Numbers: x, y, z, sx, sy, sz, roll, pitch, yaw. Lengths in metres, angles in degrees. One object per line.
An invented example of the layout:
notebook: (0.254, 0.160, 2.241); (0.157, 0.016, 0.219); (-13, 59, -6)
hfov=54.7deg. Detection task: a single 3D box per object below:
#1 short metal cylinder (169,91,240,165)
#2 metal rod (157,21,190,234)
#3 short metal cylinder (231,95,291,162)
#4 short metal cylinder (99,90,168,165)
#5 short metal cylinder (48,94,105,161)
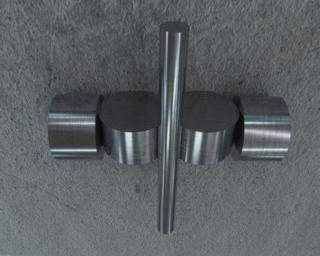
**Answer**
short metal cylinder: (0.050, -0.002, 0.371); (0.081, 0.080, 0.050); (1, 130, -1)
metal rod: (0.010, 0.029, 0.353); (0.025, 0.025, 0.298); (0, 130, -1)
short metal cylinder: (0.116, 0.001, 0.375); (0.050, 0.080, 0.079); (1, 130, -1)
short metal cylinder: (-0.030, -0.002, 0.371); (0.081, 0.080, 0.050); (1, 130, -1)
short metal cylinder: (-0.095, -0.001, 0.371); (0.050, 0.080, 0.079); (1, 130, -1)
